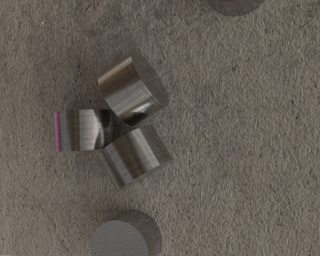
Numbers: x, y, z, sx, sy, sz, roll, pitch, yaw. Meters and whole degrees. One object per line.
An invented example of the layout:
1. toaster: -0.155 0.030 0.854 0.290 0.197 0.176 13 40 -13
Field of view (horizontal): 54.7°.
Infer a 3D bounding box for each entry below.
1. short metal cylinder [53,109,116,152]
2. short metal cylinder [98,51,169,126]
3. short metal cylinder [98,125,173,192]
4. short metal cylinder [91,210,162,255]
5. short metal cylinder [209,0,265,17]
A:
1. short metal cylinder: -0.100 0.004 0.415 0.080 0.080 0.050 -4 89 20
2. short metal cylinder: -0.032 -0.049 0.391 0.050 0.080 0.080 -31 80 17
3. short metal cylinder: -0.030 0.038 0.390 0.080 0.080 0.050 -34 79 17
4. short metal cylinder: -0.043 0.155 0.411 0.080 0.050 0.080 0 90 20
5. short metal cylinder: 0.089 -0.179 0.364 0.080 0.050 0.080 0 90 20
